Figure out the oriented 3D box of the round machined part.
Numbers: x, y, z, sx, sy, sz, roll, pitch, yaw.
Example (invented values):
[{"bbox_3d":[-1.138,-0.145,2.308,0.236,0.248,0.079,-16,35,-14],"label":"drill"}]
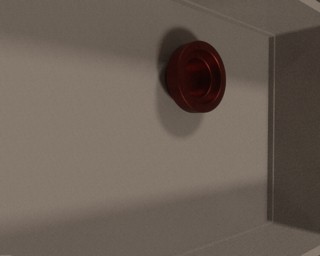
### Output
[{"bbox_3d":[0.046,-0.070,0.436,0.099,0.042,0.097,0,90,-40],"label":"round machined part"}]
